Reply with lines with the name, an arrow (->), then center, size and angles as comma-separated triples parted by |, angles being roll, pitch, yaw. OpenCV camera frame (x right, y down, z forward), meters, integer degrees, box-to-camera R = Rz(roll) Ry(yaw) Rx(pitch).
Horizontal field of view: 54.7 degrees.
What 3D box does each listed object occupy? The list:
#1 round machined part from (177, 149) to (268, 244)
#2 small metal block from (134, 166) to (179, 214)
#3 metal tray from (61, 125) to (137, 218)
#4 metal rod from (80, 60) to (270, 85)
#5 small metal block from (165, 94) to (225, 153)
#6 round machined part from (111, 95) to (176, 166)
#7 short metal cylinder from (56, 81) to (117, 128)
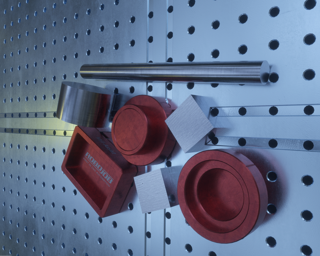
round machined part -> 0.071, 0.071, 0.340 | 0.098, 0.042, 0.097 | 0, 90, 40
small metal block -> -0.003, 0.083, 0.413 | 0.050, 0.025, 0.050 | -24, 75, 37
metal tray -> -0.101, 0.065, 0.489 | 0.130, 0.030, 0.089 | 38, 114, 33
metal rod -> -0.006, -0.075, 0.414 | 0.300, 0.025, 0.025 | 9, 96, 39
small metal block -> 0.041, -0.005, 0.376 | 0.050, 0.025, 0.050 | -46, 63, 30
round machined part -> -0.028, 0.003, 0.421 | 0.098, 0.042, 0.097 | -3, 85, 39
short metal cylinder -> -0.110, -0.036, 0.464 | 0.080, 0.081, 0.050 | 23, 104, 38
